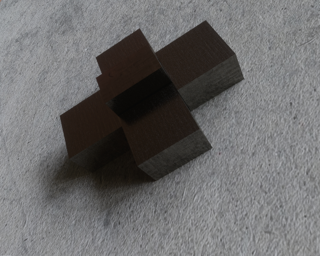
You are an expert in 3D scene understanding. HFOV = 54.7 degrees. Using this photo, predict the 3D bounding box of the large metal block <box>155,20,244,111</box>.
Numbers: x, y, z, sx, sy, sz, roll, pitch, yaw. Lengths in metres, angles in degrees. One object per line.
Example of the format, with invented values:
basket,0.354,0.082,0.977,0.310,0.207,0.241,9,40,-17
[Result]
large metal block,0.051,-0.083,0.411,0.080,0.050,0.080,-32,52,7

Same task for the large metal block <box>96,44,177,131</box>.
large metal block,-0.024,-0.049,0.411,0.080,0.080,0.050,-32,52,7

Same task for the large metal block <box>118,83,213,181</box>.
large metal block,0.005,0.005,0.381,0.080,0.050,0.080,-32,52,7

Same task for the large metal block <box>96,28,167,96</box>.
large metal block,-0.040,-0.088,0.462,0.080,0.050,0.080,-32,52,7

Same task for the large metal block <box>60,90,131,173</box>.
large metal block,-0.084,0.002,0.430,0.080,0.050,0.080,-32,52,7
